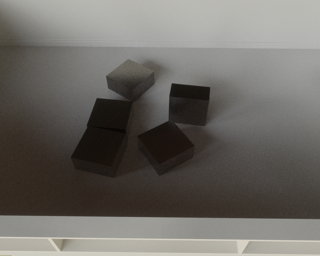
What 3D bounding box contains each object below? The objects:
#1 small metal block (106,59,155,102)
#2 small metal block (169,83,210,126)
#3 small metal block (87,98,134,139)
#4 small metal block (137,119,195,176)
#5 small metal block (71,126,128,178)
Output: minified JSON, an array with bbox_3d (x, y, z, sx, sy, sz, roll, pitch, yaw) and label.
[{"bbox_3d":[-0.044,-0.072,0.465,0.050,0.025,0.050,30,56,22],"label":"small metal block"},{"bbox_3d":[0.038,-0.030,0.415,0.050,0.050,0.025,6,51,5],"label":"small metal block"},{"bbox_3d":[-0.064,-0.012,0.414,0.050,0.025,0.050,6,50,4],"label":"small metal block"},{"bbox_3d":[0.007,0.023,0.385,0.050,0.025,0.050,-26,55,-20],"label":"small metal block"},{"bbox_3d":[-0.073,0.029,0.380,0.050,0.025,0.050,12,51,9],"label":"small metal block"}]
